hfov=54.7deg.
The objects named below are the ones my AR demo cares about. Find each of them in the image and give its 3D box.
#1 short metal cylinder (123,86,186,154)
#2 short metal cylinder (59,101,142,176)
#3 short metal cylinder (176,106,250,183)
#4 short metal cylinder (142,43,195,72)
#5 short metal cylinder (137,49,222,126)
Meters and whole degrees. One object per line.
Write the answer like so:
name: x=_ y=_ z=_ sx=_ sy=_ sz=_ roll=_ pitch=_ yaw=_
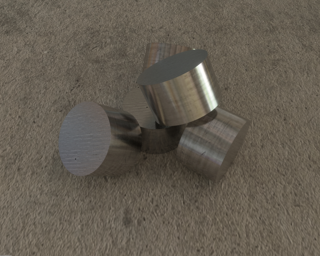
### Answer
short metal cylinder: x=-0.005 y=-0.013 z=0.399 sx=0.081 sy=0.050 sz=0.080 roll=0 pitch=50 yaw=0
short metal cylinder: x=-0.068 y=0.014 z=0.349 sx=0.080 sy=0.050 sz=0.080 roll=-6 pitch=78 yaw=34
short metal cylinder: x=0.062 y=0.016 z=0.356 sx=0.050 sy=0.080 sz=0.080 roll=28 pitch=56 yaw=21
short metal cylinder: x=0.017 y=-0.084 z=0.431 sx=0.080 sy=0.080 sz=0.050 roll=11 pitch=94 yaw=9
short metal cylinder: x=0.022 y=-0.045 z=0.340 sx=0.080 sy=0.050 sz=0.080 roll=-20 pitch=26 yaw=11
